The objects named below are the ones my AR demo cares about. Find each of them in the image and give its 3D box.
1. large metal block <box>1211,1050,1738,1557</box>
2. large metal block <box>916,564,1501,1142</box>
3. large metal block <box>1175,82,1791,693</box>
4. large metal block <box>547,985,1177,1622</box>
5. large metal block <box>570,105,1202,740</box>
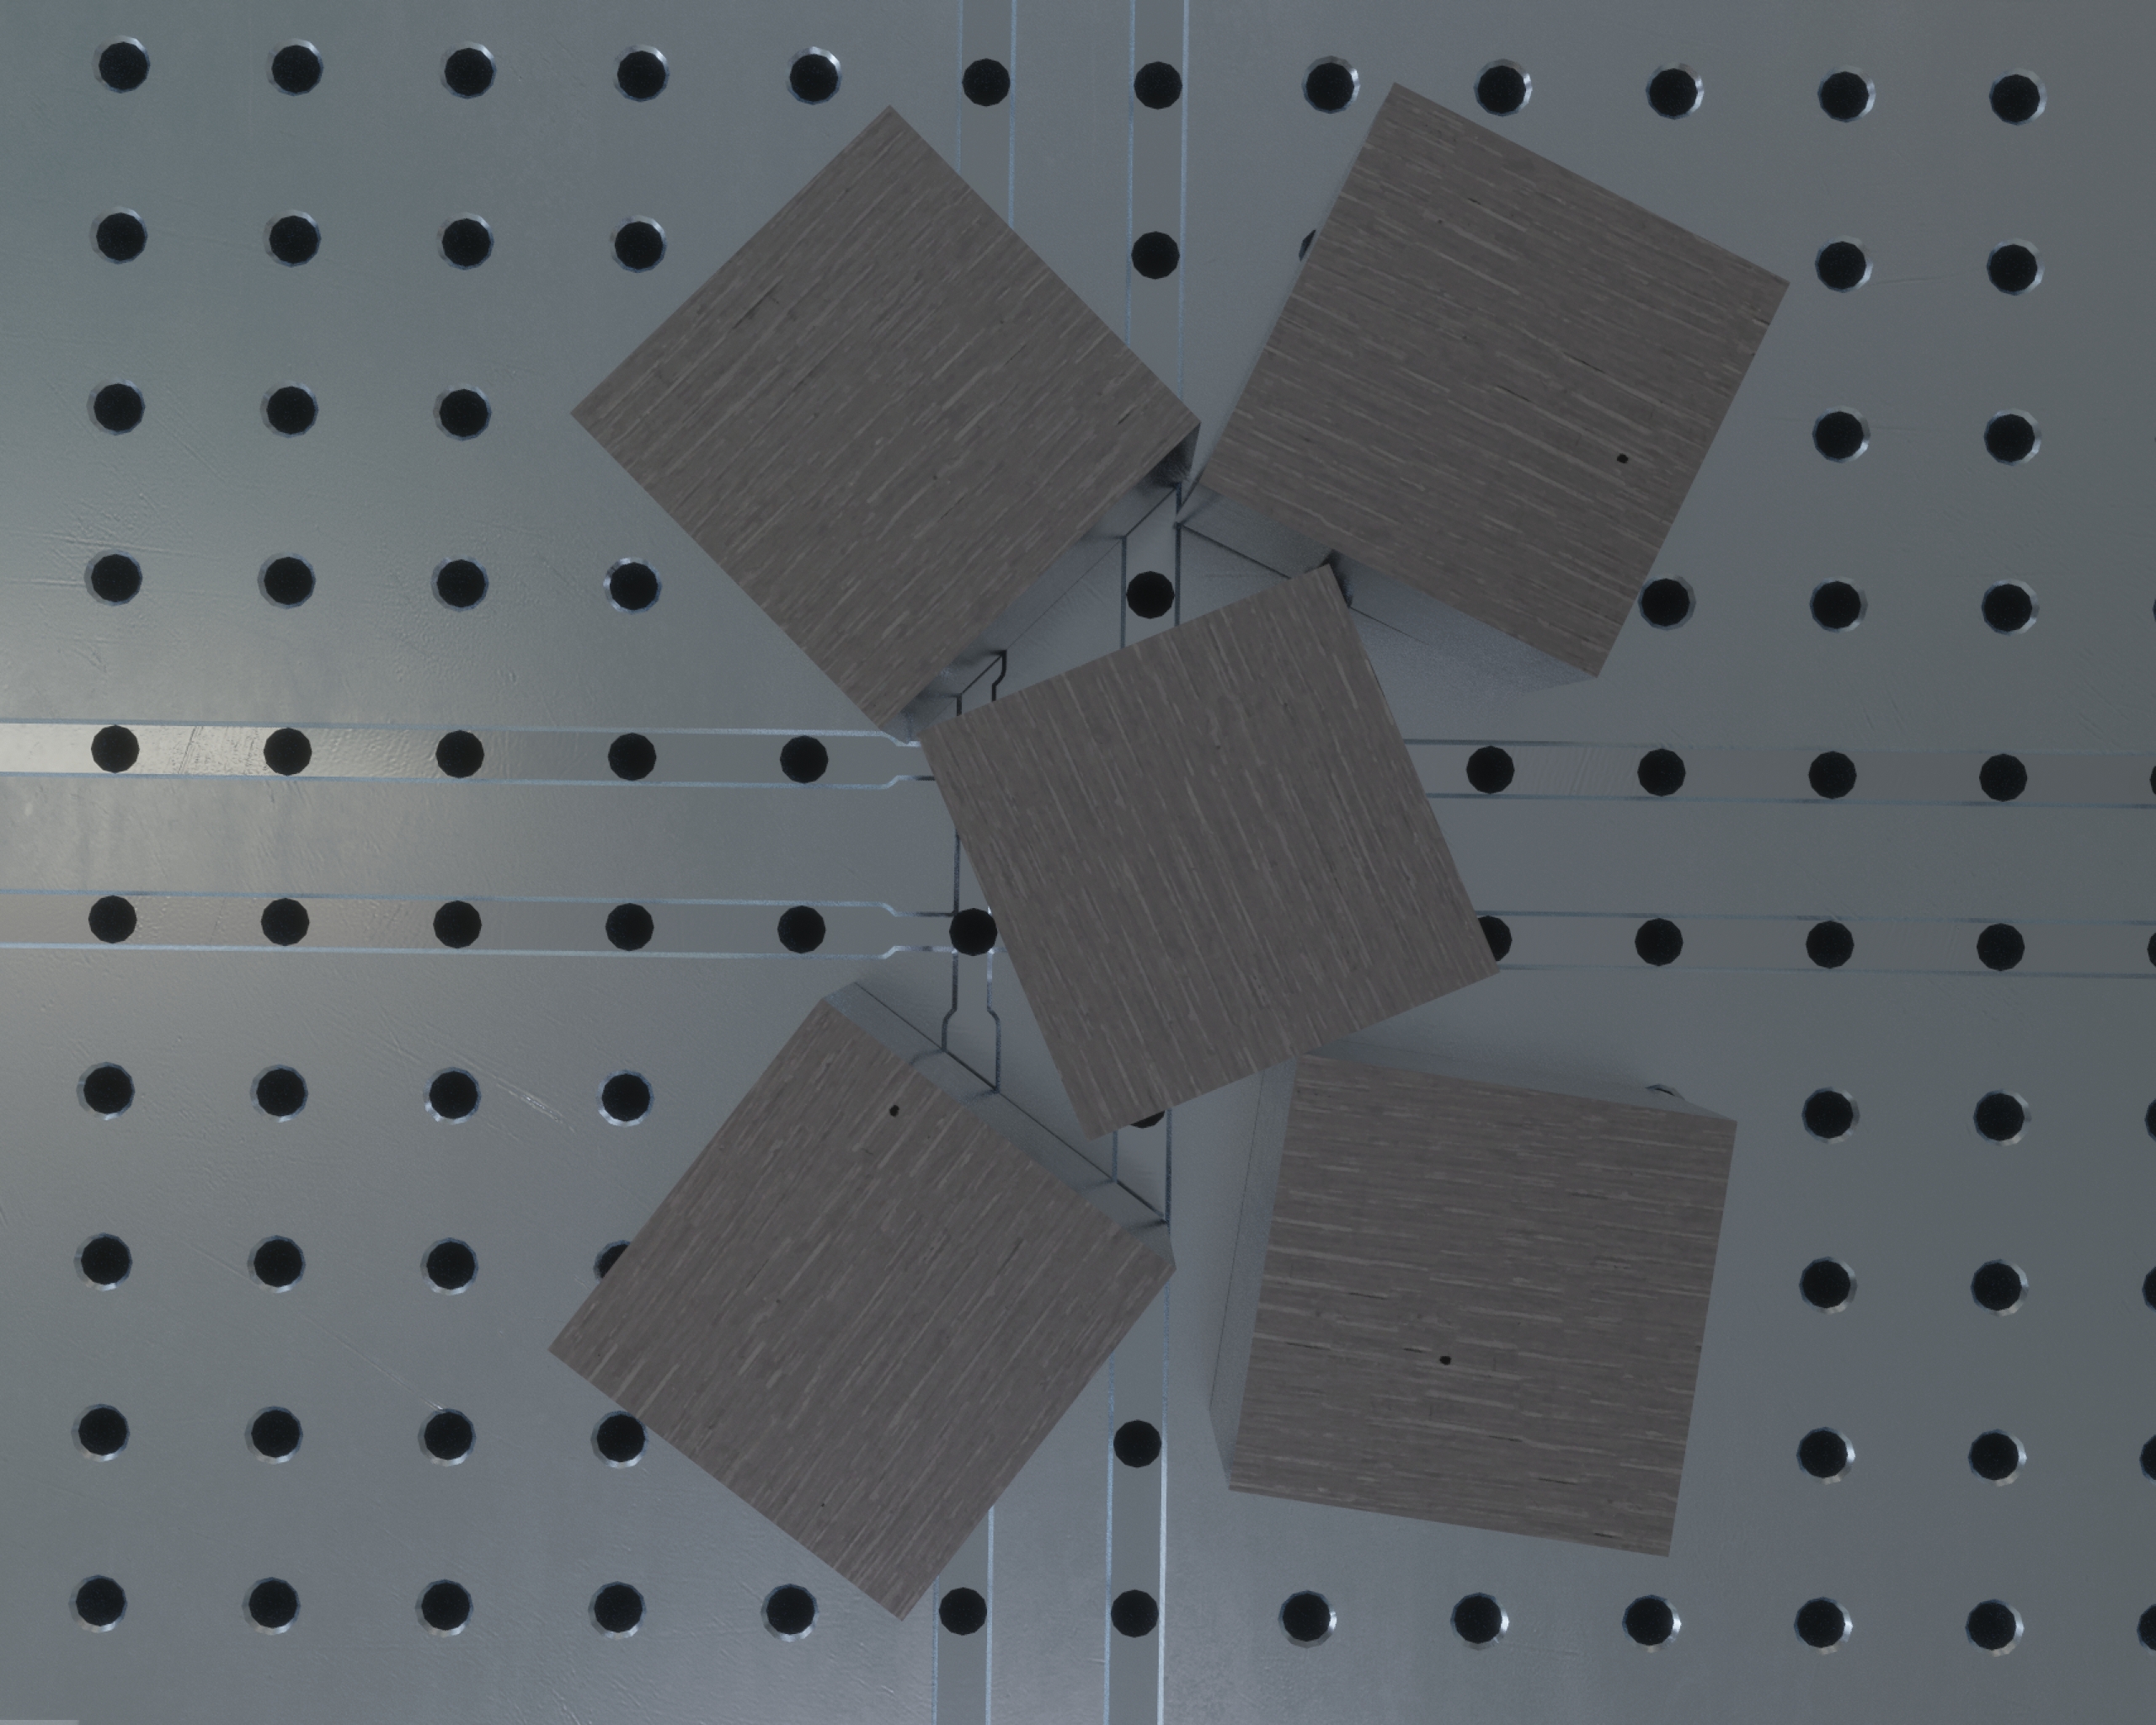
[{"bbox_3d":[0.073,0.080,0.401,0.080,0.050,0.080,9,90,-1],"label":"large metal block"},{"bbox_3d":[0.024,-0.002,0.400,0.080,0.050,0.080,-23,90,0],"label":"large metal block"},{"bbox_3d":[0.074,-0.087,0.400,0.080,0.050,0.080,26,90,-3],"label":"large metal block"},{"bbox_3d":[-0.039,0.080,0.399,0.080,0.050,0.080,38,90,0],"label":"large metal block"},{"bbox_3d":[-0.034,-0.080,0.400,0.080,0.050,0.080,-44,90,0],"label":"large metal block"}]
